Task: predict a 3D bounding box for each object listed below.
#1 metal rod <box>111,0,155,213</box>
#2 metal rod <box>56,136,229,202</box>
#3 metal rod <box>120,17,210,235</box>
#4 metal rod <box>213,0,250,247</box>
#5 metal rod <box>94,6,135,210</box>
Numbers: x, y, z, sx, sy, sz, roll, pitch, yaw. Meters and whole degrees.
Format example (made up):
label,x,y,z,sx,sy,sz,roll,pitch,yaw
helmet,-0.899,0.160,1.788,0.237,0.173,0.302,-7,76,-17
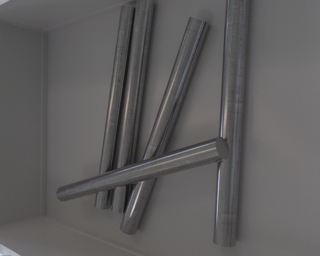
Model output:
label,x,y,z,sx,sy,sz,roll,pitch,yaw
metal rod,-0.039,-0.026,0.439,0.025,0.025,0.298,13,98,39
metal rod,-0.046,0.064,0.410,0.299,0.025,0.025,-21,77,38
metal rod,0.001,0.009,0.406,0.025,0.025,0.298,30,108,36
metal rod,0.079,-0.021,0.341,0.025,0.025,0.298,4,93,40
metal rod,-0.066,-0.025,0.461,0.025,0.025,0.298,15,99,39
